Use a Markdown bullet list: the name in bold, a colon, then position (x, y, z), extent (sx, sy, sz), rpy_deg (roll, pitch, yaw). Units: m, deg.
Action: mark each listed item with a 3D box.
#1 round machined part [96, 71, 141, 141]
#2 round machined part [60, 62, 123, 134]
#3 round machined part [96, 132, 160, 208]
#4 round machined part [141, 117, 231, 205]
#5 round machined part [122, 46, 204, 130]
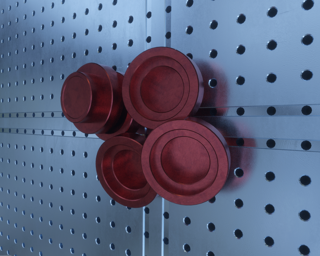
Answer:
- **round machined part**: position (-0.057, -0.030, 0.442), extent (0.098, 0.042, 0.097), rpy_deg (0, 90, 39)
- **round machined part**: position (-0.098, -0.040, 0.422), extent (0.098, 0.042, 0.097), rpy_deg (0, 90, 39)
- **round machined part**: position (-0.034, 0.052, 0.413), extent (0.098, 0.042, 0.097), rpy_deg (8, 108, 27)
- **round machined part**: position (0.031, 0.035, 0.355), extent (0.098, 0.042, 0.097), rpy_deg (3, 101, 18)
- **round machined part**: position (0.006, -0.046, 0.379), extent (0.098, 0.042, 0.097), rpy_deg (1, 91, 23)
